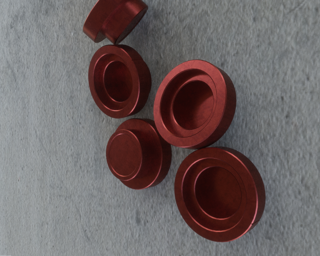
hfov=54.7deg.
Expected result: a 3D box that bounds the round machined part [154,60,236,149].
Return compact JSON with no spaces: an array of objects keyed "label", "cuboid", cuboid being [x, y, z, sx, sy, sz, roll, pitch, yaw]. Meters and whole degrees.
[{"label":"round machined part","cuboid":[0.043,-0.024,0.350,0.098,0.042,0.098,-11,73,40]}]

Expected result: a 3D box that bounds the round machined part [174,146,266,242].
[{"label":"round machined part","cuboid":[0.067,0.069,0.337,0.098,0.042,0.097,0,90,39]}]

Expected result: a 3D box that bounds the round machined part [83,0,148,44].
[{"label":"round machined part","cuboid":[-0.053,-0.150,0.412,0.042,0.098,0.098,42,121,-8]}]

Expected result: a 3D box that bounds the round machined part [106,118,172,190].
[{"label":"round machined part","cuboid":[-0.036,0.035,0.421,0.098,0.042,0.097,0,90,39]}]

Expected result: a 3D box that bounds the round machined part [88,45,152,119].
[{"label":"round machined part","cuboid":[-0.050,-0.065,0.424,0.098,0.042,0.097,13,111,37]}]
